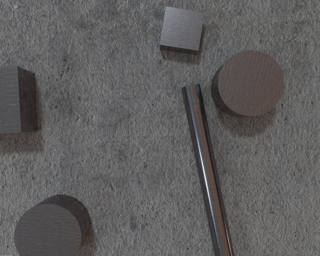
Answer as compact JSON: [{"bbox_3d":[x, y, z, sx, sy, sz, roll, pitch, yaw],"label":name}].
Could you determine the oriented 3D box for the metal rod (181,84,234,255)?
[{"bbox_3d":[0.070,0.091,0.410,0.025,0.025,0.298,-11,90,0],"label":"metal rod"}]

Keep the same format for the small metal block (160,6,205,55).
[{"bbox_3d":[0.029,-0.128,0.410,0.050,0.025,0.050,9,90,0],"label":"small metal block"}]

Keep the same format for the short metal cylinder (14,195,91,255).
[{"bbox_3d":[-0.135,0.131,0.396,0.081,0.050,0.079,0,90,0],"label":"short metal cylinder"}]

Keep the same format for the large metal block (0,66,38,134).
[{"bbox_3d":[-0.209,-0.032,0.396,0.081,0.050,0.080,-3,90,0],"label":"large metal block"}]

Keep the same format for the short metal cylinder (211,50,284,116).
[{"bbox_3d":[0.110,-0.054,0.398,0.081,0.050,0.079,0,90,0],"label":"short metal cylinder"}]
